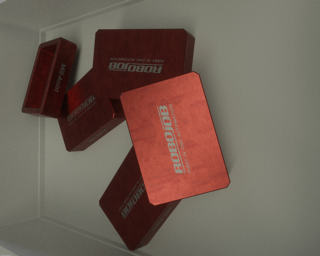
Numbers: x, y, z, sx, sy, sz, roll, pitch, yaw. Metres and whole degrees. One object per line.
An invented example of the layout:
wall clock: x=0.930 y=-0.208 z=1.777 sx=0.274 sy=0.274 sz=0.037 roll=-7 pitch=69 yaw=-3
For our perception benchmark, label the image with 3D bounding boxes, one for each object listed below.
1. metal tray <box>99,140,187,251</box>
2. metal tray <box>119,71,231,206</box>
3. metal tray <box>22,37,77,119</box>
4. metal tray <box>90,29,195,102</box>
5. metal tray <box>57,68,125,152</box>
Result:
metal tray: x=-0.025 y=0.090 z=0.422 sx=0.090 sy=0.030 sz=0.129 roll=47 pitch=117 yaw=29
metal tray: x=0.017 y=0.012 z=0.348 sx=0.090 sy=0.030 sz=0.129 roll=-16 pitch=88 yaw=6
metal tray: x=-0.191 y=-0.084 z=0.532 sx=0.090 sy=0.030 sz=0.129 roll=6 pitch=81 yaw=47
metal tray: x=-0.025 y=-0.079 z=0.401 sx=0.130 sy=0.030 sz=0.089 roll=8 pitch=95 yaw=24
metal tray: x=-0.114 y=-0.028 z=0.495 sx=0.130 sy=0.030 sz=0.090 roll=-33 pitch=70 yaw=34
